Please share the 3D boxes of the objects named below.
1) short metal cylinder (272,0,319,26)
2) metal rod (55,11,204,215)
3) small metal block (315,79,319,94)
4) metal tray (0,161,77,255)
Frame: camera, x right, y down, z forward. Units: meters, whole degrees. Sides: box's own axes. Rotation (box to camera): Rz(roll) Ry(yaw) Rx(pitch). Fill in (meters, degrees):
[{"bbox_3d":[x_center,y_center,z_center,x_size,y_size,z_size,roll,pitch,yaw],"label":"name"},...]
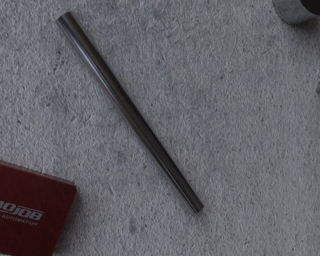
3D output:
[{"bbox_3d":[0.224,-0.207,0.480,0.081,0.050,0.079,0,90,-21],"label":"short metal cylinder"},{"bbox_3d":[-0.031,-0.010,0.398,0.025,0.025,0.299,-38,102,-16],"label":"metal rod"},{"bbox_3d":[0.298,-0.074,0.521,0.050,0.025,0.050,29,80,-18],"label":"small metal block"},{"bbox_3d":[-0.171,0.087,0.343,0.131,0.030,0.090,22,83,-19],"label":"metal tray"}]
